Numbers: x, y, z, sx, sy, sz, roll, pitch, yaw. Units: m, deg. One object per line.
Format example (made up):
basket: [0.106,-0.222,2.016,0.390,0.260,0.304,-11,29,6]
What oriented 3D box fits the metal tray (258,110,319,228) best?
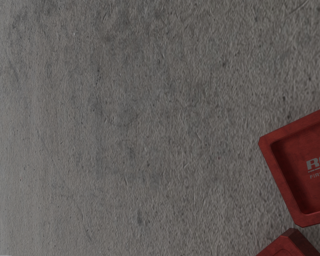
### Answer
metal tray: [0.163,0.024,0.266,0.130,0.030,0.090,-32,70,35]

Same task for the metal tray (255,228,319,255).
metal tray: [0.115,0.174,0.306,0.090,0.030,0.129,51,120,28]
